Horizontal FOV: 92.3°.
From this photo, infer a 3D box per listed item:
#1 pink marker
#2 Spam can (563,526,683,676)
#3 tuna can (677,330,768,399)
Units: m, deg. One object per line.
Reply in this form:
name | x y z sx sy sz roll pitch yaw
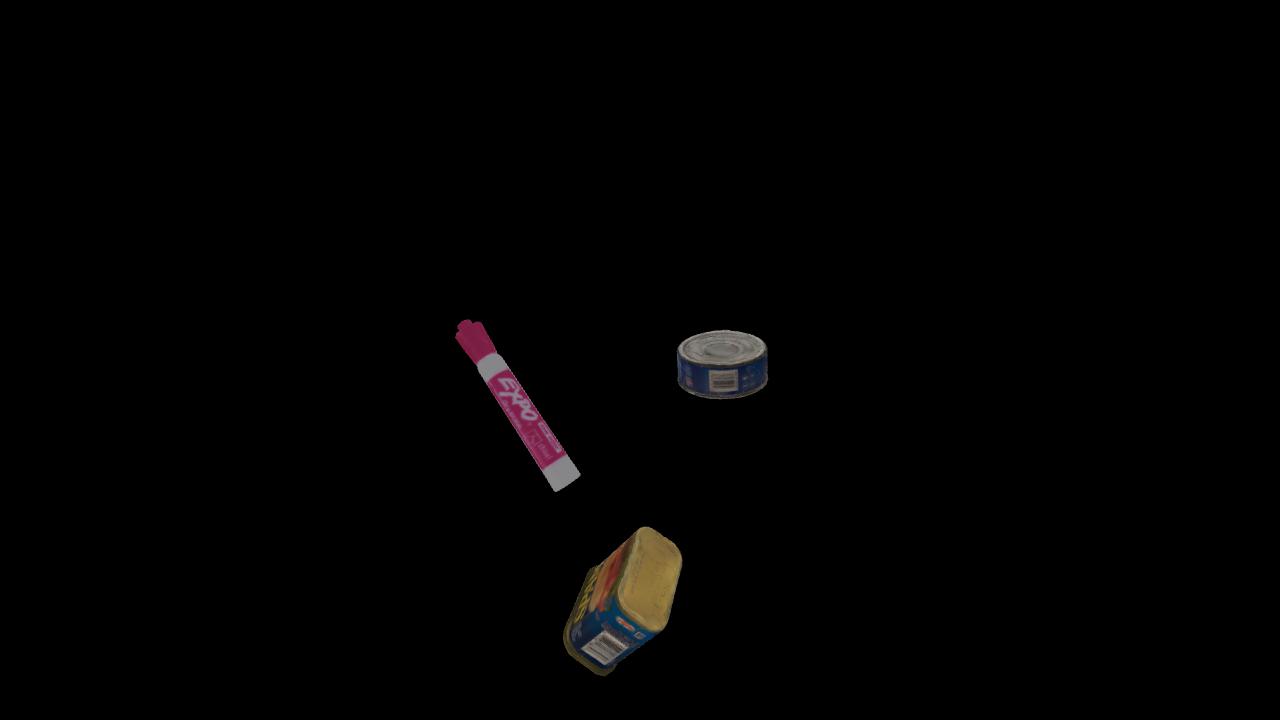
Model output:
pink marker | -0.077 0.026 0.379 0.020 0.121 0.020 -34 -9 -6
Spam can | -0.012 0.211 0.546 0.058 0.085 0.101 37 31 -7
tuna can | 0.075 0.002 0.567 0.084 0.034 0.084 -4 24 2
